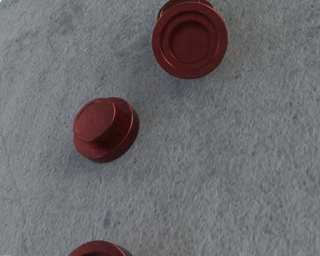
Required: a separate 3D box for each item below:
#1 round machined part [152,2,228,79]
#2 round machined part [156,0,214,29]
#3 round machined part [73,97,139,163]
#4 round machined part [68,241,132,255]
[{"bbox_3d":[0.041,-0.115,0.420,0.098,0.042,0.097,1,98,9],"label":"round machined part"},{"bbox_3d":[0.035,-0.164,0.474,0.098,0.042,0.098,-13,56,20],"label":"round machined part"},{"bbox_3d":[-0.082,-0.003,0.436,0.098,0.042,0.098,-13,56,20],"label":"round machined part"},{"bbox_3d":[-0.060,0.171,0.318,0.098,0.042,0.098,-13,56,20],"label":"round machined part"}]
